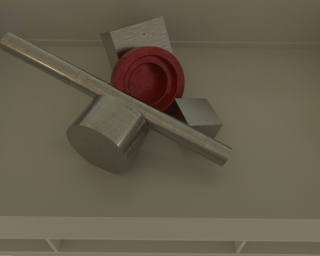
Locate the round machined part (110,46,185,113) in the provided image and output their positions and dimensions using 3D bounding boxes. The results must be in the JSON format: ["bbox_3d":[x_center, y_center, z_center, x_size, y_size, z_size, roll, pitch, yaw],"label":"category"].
[{"bbox_3d":[-0.020,-0.060,0.418,0.099,0.097,0.042,-24,23,-19],"label":"round machined part"}]

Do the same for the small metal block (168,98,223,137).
[{"bbox_3d":[0.046,-0.013,0.408,0.050,0.025,0.050,-3,48,-26],"label":"small metal block"}]

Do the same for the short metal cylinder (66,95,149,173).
[{"bbox_3d":[-0.060,0.008,0.362,0.080,0.080,0.050,20,54,16],"label":"short metal cylinder"}]

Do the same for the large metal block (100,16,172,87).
[{"bbox_3d":[-0.031,-0.110,0.452,0.081,0.080,0.050,-24,22,-19],"label":"large metal block"}]

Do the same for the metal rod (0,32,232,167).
[{"bbox_3d":[-0.055,-0.036,0.370,0.301,0.025,0.025,28,54,4],"label":"metal rod"}]
